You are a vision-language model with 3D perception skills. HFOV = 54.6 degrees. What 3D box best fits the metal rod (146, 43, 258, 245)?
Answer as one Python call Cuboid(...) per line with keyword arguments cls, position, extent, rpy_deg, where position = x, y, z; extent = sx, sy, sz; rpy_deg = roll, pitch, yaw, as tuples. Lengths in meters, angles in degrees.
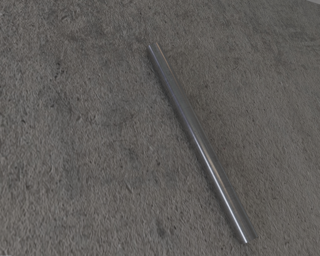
Cuboid(cls="metal rod", position=(0.049, 0.008, 0.424), extent=(0.025, 0.025, 0.299), rpy_deg=(-12, 68, -33))
